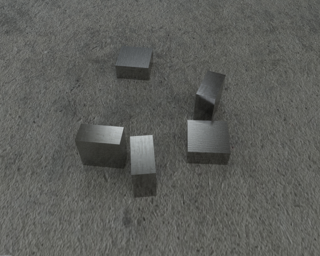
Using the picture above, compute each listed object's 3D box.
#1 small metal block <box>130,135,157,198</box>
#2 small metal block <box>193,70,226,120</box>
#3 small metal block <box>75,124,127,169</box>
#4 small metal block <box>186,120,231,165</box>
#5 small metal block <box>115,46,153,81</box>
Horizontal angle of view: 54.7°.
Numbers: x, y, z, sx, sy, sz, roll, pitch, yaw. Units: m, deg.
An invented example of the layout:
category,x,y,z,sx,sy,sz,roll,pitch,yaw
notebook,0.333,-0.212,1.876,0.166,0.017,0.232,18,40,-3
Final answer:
category,x,y,z,sx,sy,sz,roll,pitch,yaw
small metal block,-0.019,0.044,0.350,0.025,0.050,0.050,-4,50,-3
small metal block,0.067,-0.041,0.422,0.025,0.050,0.050,18,52,14
small metal block,-0.068,0.022,0.368,0.050,0.050,0.025,5,50,4
small metal block,0.059,0.018,0.389,0.050,0.025,0.050,2,50,2
small metal block,-0.039,-0.103,0.489,0.050,0.025,0.050,5,50,4
